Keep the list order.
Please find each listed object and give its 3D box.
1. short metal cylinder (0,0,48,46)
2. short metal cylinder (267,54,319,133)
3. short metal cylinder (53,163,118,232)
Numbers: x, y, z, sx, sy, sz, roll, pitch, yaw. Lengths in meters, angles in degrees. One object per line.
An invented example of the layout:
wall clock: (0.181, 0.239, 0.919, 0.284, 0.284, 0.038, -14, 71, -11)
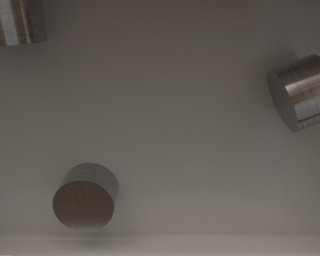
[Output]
short metal cylinder: (-0.169, -0.118, 0.336, 0.081, 0.080, 0.050, -3, 110, 1)
short metal cylinder: (0.170, -0.041, 0.369, 0.050, 0.080, 0.080, -22, 109, 7)
short metal cylinder: (-0.101, 0.096, 0.432, 0.081, 0.050, 0.079, 0, 110, -1)
